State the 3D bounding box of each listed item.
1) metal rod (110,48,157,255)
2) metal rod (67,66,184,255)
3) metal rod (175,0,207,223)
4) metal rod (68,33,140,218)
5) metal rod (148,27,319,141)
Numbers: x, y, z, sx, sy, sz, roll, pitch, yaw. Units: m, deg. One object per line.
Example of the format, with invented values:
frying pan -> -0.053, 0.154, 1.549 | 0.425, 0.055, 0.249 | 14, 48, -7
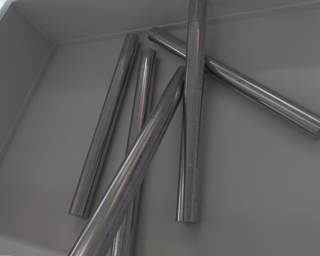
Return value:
metal rod -> -0.030, 0.013, 0.413 | 0.025, 0.025, 0.299 | -9, 58, 24
metal rod -> -0.012, 0.013, 0.325 | 0.025, 0.025, 0.301 | -5, 34, 26
metal rod -> 0.041, -0.038, 0.384 | 0.025, 0.025, 0.299 | -6, 66, 25
metal rod -> -0.075, -0.020, 0.457 | 0.025, 0.025, 0.300 | -2, 61, 27
metal rod -> 0.078, -0.075, 0.410 | 0.025, 0.025, 0.300 | -46, 51, -3
